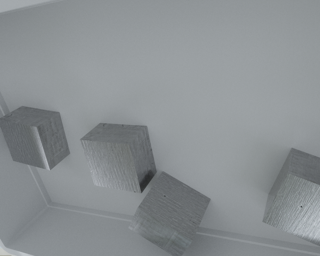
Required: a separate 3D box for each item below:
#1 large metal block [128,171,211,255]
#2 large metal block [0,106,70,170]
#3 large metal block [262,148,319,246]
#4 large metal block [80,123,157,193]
[{"bbox_3d":[0.015,0.121,0.439,0.080,0.080,0.050,29,128,9],"label":"large metal block"},{"bbox_3d":[-0.203,0.015,0.506,0.080,0.050,0.079,9,123,23],"label":"large metal block"},{"bbox_3d":[0.173,0.080,0.351,0.080,0.050,0.079,21,126,15],"label":"large metal block"},{"bbox_3d":[-0.058,0.041,0.447,0.080,0.050,0.079,4,120,26],"label":"large metal block"}]
